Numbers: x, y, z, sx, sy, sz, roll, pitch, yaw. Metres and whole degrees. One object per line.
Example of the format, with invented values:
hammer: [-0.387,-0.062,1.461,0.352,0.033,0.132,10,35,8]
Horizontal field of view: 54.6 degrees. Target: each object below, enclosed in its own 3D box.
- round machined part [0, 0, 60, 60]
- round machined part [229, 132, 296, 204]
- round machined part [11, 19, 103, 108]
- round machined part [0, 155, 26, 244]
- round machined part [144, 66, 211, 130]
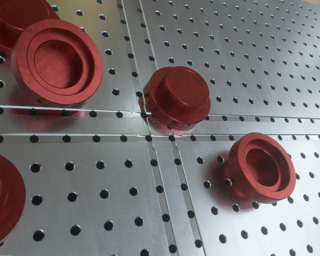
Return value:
round machined part: [-0.171,-0.133,0.386,0.099,0.042,0.098,13,56,-21]
round machined part: [0.137,0.058,0.434,0.099,0.042,0.098,13,56,-21]
round machined part: [-0.121,-0.072,0.361,0.099,0.042,0.098,6,80,-38]
round machined part: [-0.170,0.061,0.269,0.099,0.042,0.098,13,56,-21]
round machined part: [0.031,-0.049,0.443,0.099,0.042,0.098,13,56,-21]
